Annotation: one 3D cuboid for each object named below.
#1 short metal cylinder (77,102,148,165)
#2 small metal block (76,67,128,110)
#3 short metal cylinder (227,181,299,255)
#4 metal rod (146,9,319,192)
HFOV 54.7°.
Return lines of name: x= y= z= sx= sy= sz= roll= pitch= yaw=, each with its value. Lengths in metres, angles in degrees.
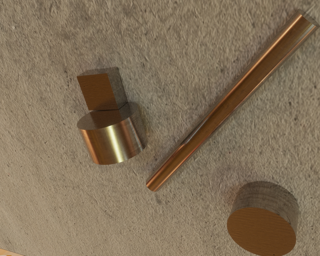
short metal cylinder: x=-0.061 y=0.005 z=0.407 sx=0.080 sy=0.080 sz=0.050 roll=-1 pitch=118 yaw=29
small metal block: x=-0.077 y=-0.052 z=0.415 sx=0.050 sy=0.025 sz=0.050 roll=0 pitch=119 yaw=28
short metal cylinder: x=0.131 y=0.115 z=0.393 sx=0.080 sy=0.050 sz=0.079 roll=13 pitch=124 yaw=21
metal rod: x=0.061 y=-0.007 z=0.370 sx=0.025 sy=0.025 sz=0.298 roll=39 pitch=129 yaw=1
